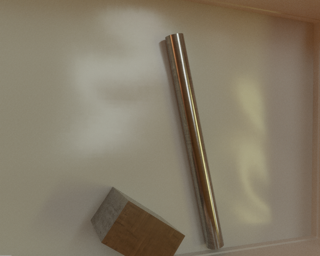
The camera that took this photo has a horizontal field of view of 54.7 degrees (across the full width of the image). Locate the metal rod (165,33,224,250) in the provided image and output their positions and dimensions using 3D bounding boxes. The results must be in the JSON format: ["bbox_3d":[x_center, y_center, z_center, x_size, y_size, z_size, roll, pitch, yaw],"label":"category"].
[{"bbox_3d":[0.049,0.021,0.429,0.025,0.025,0.298,-13,95,-20],"label":"metal rod"}]

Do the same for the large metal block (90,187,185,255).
[{"bbox_3d":[-0.030,0.120,0.371,0.080,0.080,0.050,37,78,-17],"label":"large metal block"}]
